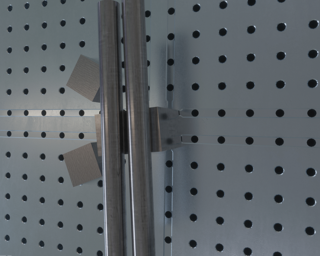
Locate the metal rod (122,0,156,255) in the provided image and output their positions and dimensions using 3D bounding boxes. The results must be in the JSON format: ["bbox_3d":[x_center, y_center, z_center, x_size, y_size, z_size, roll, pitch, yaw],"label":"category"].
[{"bbox_3d":[-0.023,-0.004,0.335,0.025,0.025,0.298,-3,89,20],"label":"metal rod"}]

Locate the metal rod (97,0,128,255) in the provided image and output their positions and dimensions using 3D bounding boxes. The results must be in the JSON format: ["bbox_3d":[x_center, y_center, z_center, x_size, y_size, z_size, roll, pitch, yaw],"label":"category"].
[{"bbox_3d":[-0.053,0.010,0.345,0.025,0.025,0.298,-2,89,20],"label":"metal rod"}]

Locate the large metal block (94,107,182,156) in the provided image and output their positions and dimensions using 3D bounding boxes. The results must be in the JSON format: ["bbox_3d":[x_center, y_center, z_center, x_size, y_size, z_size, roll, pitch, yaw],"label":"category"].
[{"bbox_3d":[-0.024,0.005,0.392,0.080,0.080,0.050,-6,88,20],"label":"large metal block"}]

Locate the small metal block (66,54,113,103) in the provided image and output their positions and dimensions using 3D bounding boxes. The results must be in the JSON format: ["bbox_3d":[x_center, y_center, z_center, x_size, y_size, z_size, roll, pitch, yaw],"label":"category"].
[{"bbox_3d":[-0.099,-0.071,0.448,0.050,0.025,0.050,31,100,17],"label":"small metal block"}]

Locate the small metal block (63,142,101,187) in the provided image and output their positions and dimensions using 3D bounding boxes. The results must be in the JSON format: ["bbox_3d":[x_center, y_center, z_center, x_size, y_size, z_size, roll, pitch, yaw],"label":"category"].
[{"bbox_3d":[-0.106,0.052,0.450,0.050,0.025,0.050,-22,83,18],"label":"small metal block"}]
